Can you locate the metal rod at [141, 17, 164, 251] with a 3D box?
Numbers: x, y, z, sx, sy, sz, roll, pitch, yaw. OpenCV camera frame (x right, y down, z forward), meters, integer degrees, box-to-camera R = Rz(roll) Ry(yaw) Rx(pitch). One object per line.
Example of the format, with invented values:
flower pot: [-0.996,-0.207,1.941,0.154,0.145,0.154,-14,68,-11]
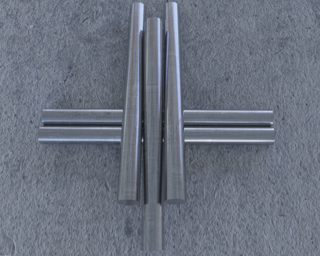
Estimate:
metal rod: [-0.008,-0.008,0.385,0.025,0.025,0.299,0,70,-1]

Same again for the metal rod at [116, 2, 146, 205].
metal rod: [-0.034,-0.051,0.405,0.025,0.025,0.299,0,62,0]

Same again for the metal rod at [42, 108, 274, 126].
metal rod: [-0.002,-0.014,0.415,0.302,0.025,0.025,0,70,-1]

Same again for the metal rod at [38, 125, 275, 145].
metal rod: [-0.004,0.010,0.407,0.302,0.025,0.025,0,70,-1]

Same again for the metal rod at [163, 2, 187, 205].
metal rod: [0.017,-0.052,0.406,0.025,0.025,0.299,0,62,0]
